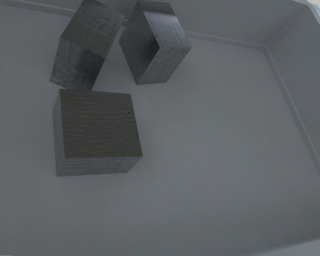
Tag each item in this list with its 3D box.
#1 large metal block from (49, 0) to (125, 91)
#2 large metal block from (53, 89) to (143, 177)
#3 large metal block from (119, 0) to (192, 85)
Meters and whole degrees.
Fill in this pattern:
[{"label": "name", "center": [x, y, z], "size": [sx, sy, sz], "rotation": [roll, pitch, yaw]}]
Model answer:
[{"label": "large metal block", "center": [-0.090, -0.098, 0.382], "size": [0.050, 0.080, 0.080], "rotation": [24, 53, -14]}, {"label": "large metal block", "center": [-0.072, 0.006, 0.347], "size": [0.081, 0.050, 0.080], "rotation": [1, 61, -28]}, {"label": "large metal block", "center": [-0.010, -0.118, 0.437], "size": [0.050, 0.080, 0.080], "rotation": [-10, 67, -32]}]
